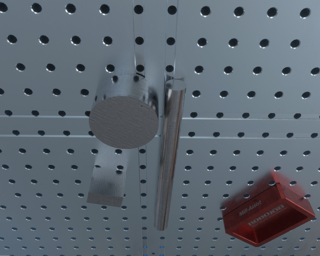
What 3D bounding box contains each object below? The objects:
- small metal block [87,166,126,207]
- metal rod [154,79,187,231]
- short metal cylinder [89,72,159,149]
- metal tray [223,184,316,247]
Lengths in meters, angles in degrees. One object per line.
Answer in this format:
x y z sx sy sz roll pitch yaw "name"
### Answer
-0.080 0.089 0.470 0.050 0.050 0.025 11 129 -10 "small metal block"
0.010 0.062 0.464 0.025 0.025 0.298 2 130 -3 "metal rod"
-0.042 -0.020 0.377 0.081 0.050 0.079 0 130 0 "short metal cylinder"
0.188 0.158 0.545 0.090 0.030 0.129 31 123 -24 "metal tray"
